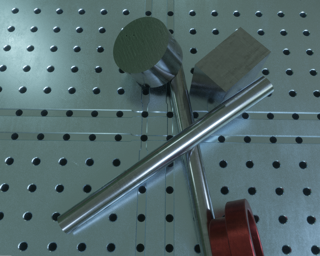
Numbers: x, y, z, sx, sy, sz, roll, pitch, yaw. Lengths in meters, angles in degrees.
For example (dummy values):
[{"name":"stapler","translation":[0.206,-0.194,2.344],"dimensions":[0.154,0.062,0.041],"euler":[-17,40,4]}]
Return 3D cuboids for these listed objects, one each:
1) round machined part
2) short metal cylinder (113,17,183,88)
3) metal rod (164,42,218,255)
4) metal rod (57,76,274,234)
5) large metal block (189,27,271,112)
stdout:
[{"name":"round machined part","translation":[0.083,0.128,0.331],"dimensions":[0.042,0.098,0.098],"euler":[-16,69,17]},{"name":"short metal cylinder","translation":[-0.016,-0.101,0.420],"dimensions":[0.080,0.050,0.080],"euler":[-7,73,23]},{"name":"metal rod","translation":[0.038,0.017,0.405],"dimensions":[0.025,0.025,0.299],"euler":[-9,70,-3]},{"name":"metal rod","translation":[0.009,0.031,0.377],"dimensions":[0.301,0.025,0.025],"euler":[-35,74,-3]},{"name":"large metal block","translation":[0.088,-0.070,0.409],"dimensions":[0.080,0.080,0.050],"euler":[-41,75,-13]}]
